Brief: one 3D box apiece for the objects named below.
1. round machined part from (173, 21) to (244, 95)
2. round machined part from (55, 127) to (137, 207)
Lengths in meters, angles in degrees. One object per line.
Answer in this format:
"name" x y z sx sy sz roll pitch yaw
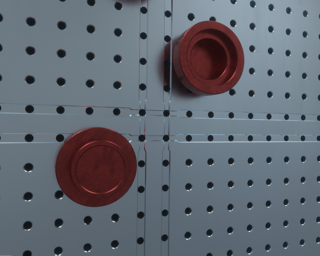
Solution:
"round machined part" 0.063 -0.093 0.428 0.099 0.042 0.097 0 90 -21
"round machined part" -0.075 0.048 0.377 0.099 0.042 0.097 0 90 -21
